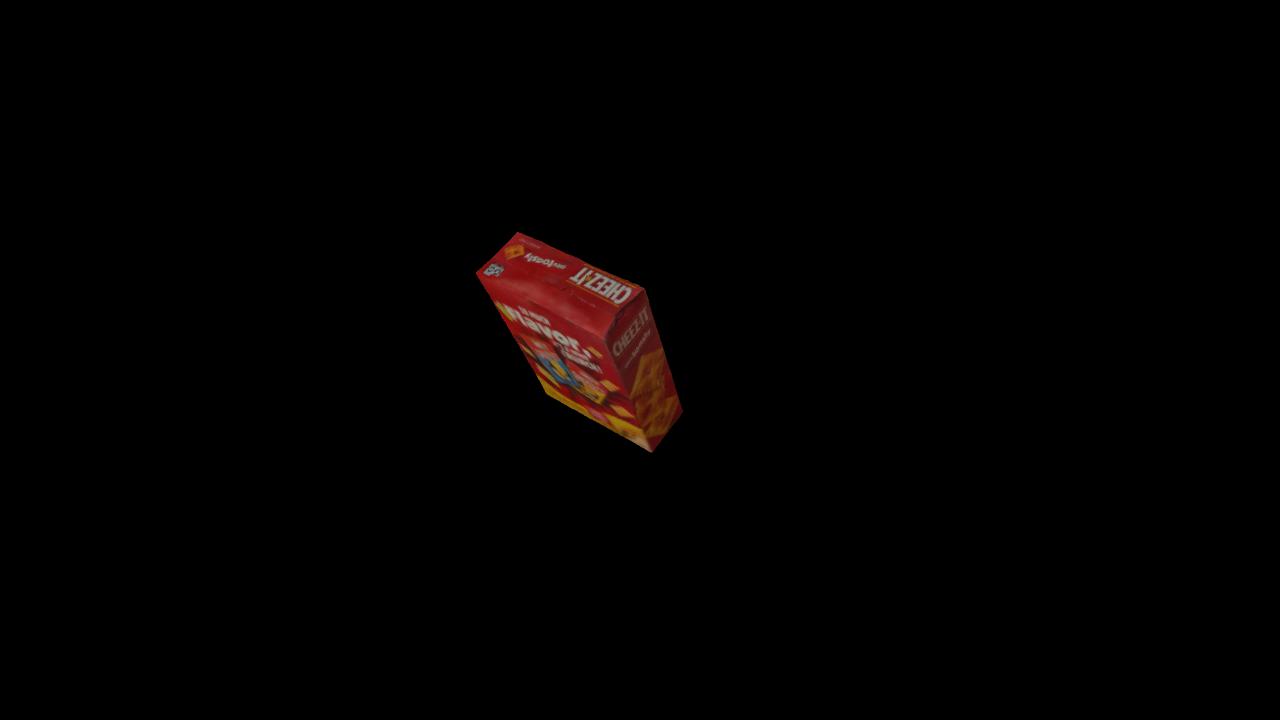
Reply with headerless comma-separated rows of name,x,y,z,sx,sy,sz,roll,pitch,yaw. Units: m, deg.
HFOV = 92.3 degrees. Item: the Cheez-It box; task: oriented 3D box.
Cheez-It box,-0.054,-0.011,0.638,0.166,0.071,0.223,26,-24,28
